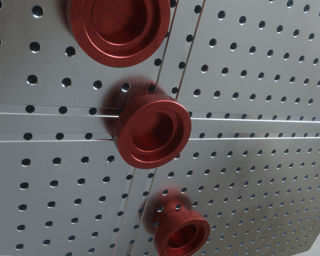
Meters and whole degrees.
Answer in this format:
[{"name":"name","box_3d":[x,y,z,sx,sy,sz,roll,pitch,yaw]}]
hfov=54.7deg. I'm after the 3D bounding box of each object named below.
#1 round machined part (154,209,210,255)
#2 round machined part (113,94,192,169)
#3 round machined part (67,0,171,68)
[{"name":"round machined part","box_3d":[0.034,0.179,0.531,0.099,0.042,0.097,-14,125,-21]},{"name":"round machined part","box_3d":[-0.013,0.001,0.395,0.099,0.042,0.097,-14,125,-21]},{"name":"round machined part","box_3d":[-0.043,-0.114,0.308,0.099,0.042,0.097,-14,125,-21]}]
